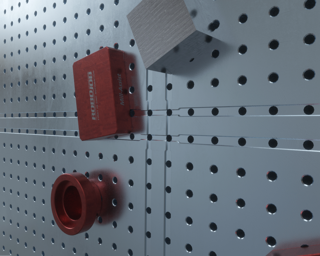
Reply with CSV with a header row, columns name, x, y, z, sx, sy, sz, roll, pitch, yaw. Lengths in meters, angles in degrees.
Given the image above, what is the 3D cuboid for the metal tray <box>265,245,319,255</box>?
name,x,y,z,sx,sy,sz,roll,pitch,yaw
metal tray,0.155,0.176,0.278,0.090,0.030,0.129,-27,73,36

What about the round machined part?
name,x,y,z,sx,sy,sz,roll,pitch,yaw
round machined part,-0.134,0.121,0.509,0.098,0.042,0.097,0,90,40

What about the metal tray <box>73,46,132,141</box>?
name,x,y,z,sx,sy,sz,roll,pitch,yaw
metal tray,-0.092,-0.050,0.482,0.090,0.030,0.129,-12,83,39

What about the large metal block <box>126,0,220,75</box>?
name,x,y,z,sx,sy,sz,roll,pitch,yaw
large metal block,0.014,-0.124,0.382,0.080,0.050,0.080,-31,71,36
